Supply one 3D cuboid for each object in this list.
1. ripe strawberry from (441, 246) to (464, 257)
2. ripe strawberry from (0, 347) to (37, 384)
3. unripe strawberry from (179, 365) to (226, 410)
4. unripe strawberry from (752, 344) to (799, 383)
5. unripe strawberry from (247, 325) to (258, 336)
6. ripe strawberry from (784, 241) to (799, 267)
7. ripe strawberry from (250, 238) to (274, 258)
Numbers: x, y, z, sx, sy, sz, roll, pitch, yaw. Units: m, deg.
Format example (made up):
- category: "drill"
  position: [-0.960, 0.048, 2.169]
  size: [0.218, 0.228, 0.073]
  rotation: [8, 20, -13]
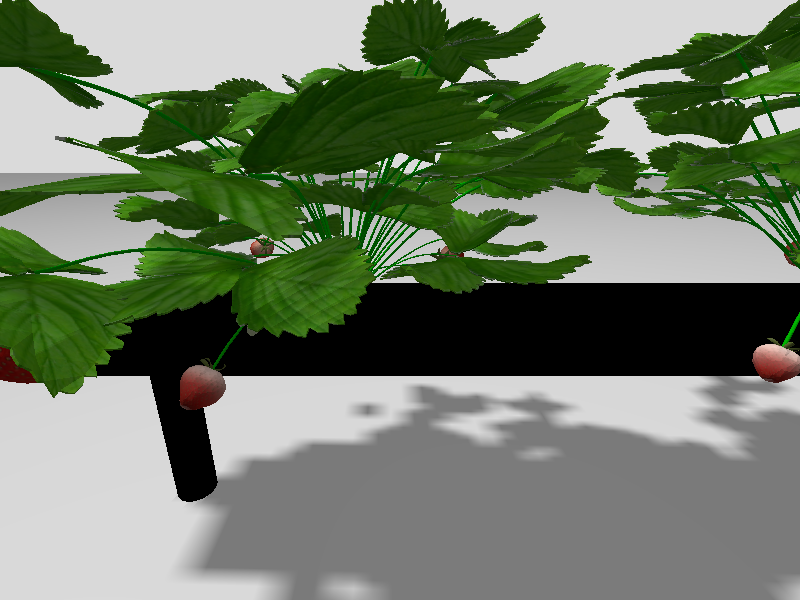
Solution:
- category: "ripe strawberry"
  position: [0.061, -0.047, 0.463]
  size: [0.033, 0.035, 0.031]
  rotation: [-17, 25, -40]
- category: "ripe strawberry"
  position: [-0.227, 0.029, 0.238]
  size: [0.049, 0.047, 0.045]
  rotation: [-15, 24, -35]
- category: "unripe strawberry"
  position: [-0.108, 0.048, 0.216]
  size: [0.024, 0.021, 0.024]
  rotation: [7, 46, 19]
- category: "unripe strawberry"
  position: [0.228, 0.039, 0.243]
  size: [0.023, 0.023, 0.020]
  rotation: [23, -17, 48]
- category: "unripe strawberry"
  position: [-0.114, 0.023, 0.311]
  size: [0.011, 0.010, 0.010]
  rotation: [18, -5, 42]
- category: "ripe strawberry"
  position: [0.499, -0.058, 0.495]
  size: [0.037, 0.033, 0.034]
  rotation: [14, 23, 33]
- category: "ripe strawberry"
  position: [-0.185, -0.069, 0.536]
  size: [0.031, 0.026, 0.031]
  rotation: [-14, 0, -35]
